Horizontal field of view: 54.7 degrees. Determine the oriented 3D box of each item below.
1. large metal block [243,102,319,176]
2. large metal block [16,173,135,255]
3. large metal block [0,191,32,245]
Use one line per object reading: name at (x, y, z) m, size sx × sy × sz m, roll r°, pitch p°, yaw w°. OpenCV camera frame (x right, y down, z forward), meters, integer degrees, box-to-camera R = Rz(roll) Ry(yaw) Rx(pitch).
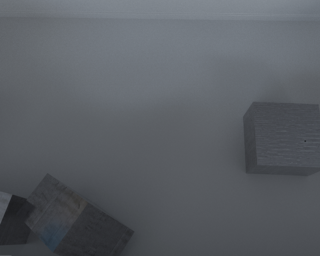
large metal block at (0.154, 0.015, 0.392) m, size 0.080 × 0.050 × 0.080 m, roll 2°, pitch 70°, yaw 1°
large metal block at (-0.088, 0.100, 0.327) m, size 0.080 × 0.080 × 0.050 m, roll 19°, pitch 67°, yaw 42°
large metal block at (-0.194, 0.094, 0.345) m, size 0.080 × 0.080 × 0.050 m, roll 13°, pitch 71°, yaw 5°
